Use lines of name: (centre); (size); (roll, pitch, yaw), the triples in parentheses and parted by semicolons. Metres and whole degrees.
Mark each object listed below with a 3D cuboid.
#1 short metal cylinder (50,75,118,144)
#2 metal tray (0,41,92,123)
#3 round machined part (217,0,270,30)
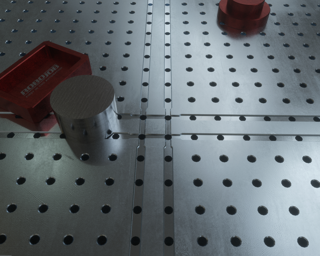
short metal cylinder: (-0.098, -0.025, 0.411); (0.081, 0.050, 0.080); (0, 50, 0)
metal tray: (-0.177, -0.074, 0.463); (0.090, 0.030, 0.130); (23, 53, 17)
round machined part: (0.163, -0.234, 0.596); (0.099, 0.042, 0.098); (0, 50, 0)
